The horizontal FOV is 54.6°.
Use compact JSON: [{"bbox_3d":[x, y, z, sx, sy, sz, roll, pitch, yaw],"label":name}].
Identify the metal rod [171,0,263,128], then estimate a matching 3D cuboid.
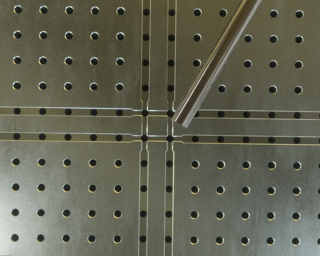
[{"bbox_3d":[0.102,-0.134,0.413,0.025,0.025,0.299,31,90,0],"label":"metal rod"}]
